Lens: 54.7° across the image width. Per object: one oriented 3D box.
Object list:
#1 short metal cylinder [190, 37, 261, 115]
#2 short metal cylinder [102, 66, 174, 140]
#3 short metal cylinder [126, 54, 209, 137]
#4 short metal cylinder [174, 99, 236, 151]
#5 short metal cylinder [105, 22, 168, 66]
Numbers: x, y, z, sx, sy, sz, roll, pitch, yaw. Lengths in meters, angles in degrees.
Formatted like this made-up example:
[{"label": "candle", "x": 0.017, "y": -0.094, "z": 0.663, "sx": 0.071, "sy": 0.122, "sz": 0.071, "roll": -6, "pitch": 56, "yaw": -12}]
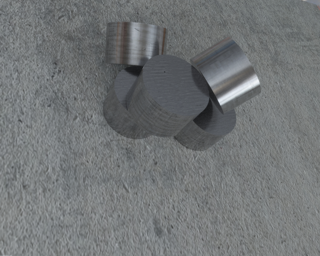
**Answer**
[{"label": "short metal cylinder", "x": 0.079, "y": -0.063, "z": 0.380, "sx": 0.050, "sy": 0.080, "sz": 0.080, "roll": -31, "pitch": 75, "yaw": 6}, {"label": "short metal cylinder", "x": -0.027, "y": -0.032, "z": 0.395, "sx": 0.081, "sy": 0.050, "sz": 0.080, "roll": 14, "pitch": 56, "yaw": -21}, {"label": "short metal cylinder", "x": 0.008, "y": -0.036, "z": 0.352, "sx": 0.081, "sy": 0.050, "sz": 0.080, "roll": 14, "pitch": 56, "yaw": -21}, {"label": "short metal cylinder", "x": 0.057, "y": -0.014, "z": 0.430, "sx": 0.081, "sy": 0.050, "sz": 0.080, "roll": 14, "pitch": 56, "yaw": -21}, {"label": "short metal cylinder", "x": -0.032, "y": -0.108, "z": 0.412, "sx": 0.081, "sy": 0.080, "sz": 0.050, "roll": 0, "pitch": 101, "yaw": -29}]
